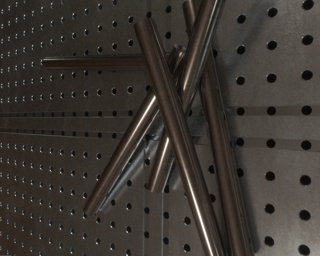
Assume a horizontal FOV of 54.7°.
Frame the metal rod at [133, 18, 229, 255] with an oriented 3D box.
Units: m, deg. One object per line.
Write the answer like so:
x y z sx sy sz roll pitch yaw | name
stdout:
0.028 0.029 0.342 0.025 0.025 0.298 -15 94 39 | metal rod

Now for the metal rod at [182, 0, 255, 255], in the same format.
0.064 -0.005 0.354 0.025 0.025 0.298 -16 80 38 | metal rod

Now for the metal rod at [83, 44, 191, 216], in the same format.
-0.042 0.021 0.428 0.025 0.025 0.298 49 123 28 | metal rod

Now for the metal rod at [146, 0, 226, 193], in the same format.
0.031 -0.051 0.351 0.025 0.025 0.298 34 120 34 | metal rod

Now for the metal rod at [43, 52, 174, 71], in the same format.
-0.091 -0.101 0.481 0.300 0.025 0.025 9 96 39 | metal rod
